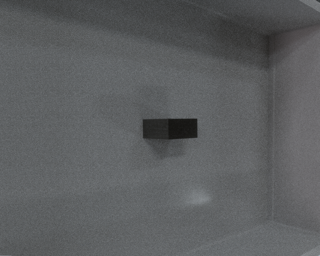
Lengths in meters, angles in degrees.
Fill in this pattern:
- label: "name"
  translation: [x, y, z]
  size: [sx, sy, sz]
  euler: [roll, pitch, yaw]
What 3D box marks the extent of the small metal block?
- label: "small metal block"
  translation: [0.013, 0.001, 0.403]
  size: [0.050, 0.050, 0.025]
  euler: [-2, 91, -40]
